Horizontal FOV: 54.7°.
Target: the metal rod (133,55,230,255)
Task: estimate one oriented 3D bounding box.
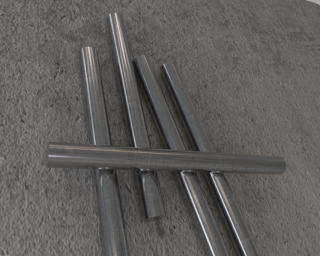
[{"bbox_3d":[0.023,0.034,0.395,0.025,0.025,0.299,-8,66,-32],"label":"metal rod"}]

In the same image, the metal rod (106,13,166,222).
[{"bbox_3d":[-0.037,-0.032,0.403,0.025,0.025,0.299,1,61,-28],"label":"metal rod"}]

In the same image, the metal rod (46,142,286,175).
[{"bbox_3d":[0.028,0.039,0.361,0.302,0.025,0.025,6,59,-25],"label":"metal rod"}]

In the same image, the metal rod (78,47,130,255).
[{"bbox_3d":[-0.064,0.032,0.349,0.025,0.025,0.299,1,61,-28],"label":"metal rod"}]

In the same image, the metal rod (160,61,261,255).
[{"bbox_3d":[0.062,0.038,0.413,0.025,0.025,0.299,-8,66,-32],"label":"metal rod"}]
